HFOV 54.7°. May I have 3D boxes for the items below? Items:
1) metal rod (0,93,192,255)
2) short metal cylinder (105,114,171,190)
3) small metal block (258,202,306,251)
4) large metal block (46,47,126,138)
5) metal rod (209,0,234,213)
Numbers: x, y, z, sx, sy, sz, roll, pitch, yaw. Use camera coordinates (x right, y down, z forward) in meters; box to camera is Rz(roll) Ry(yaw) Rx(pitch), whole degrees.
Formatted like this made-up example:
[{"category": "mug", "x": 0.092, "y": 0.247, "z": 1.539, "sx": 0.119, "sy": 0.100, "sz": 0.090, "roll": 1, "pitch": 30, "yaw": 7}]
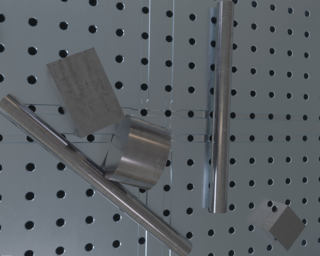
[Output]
[{"category": "metal rod", "x": -0.070, "y": 0.069, "z": 0.386, "sx": 0.300, "sy": 0.025, "sz": 0.025, "roll": 43, "pitch": 77, "yaw": -15}, {"category": "short metal cylinder", "x": -0.028, "y": 0.029, "z": 0.373, "sx": 0.050, "sy": 0.080, "sz": 0.080, "roll": 20, "pitch": 84, "yaw": -19}, {"category": "small metal block", "x": 0.191, "y": 0.153, "z": 0.484, "sx": 0.050, "sy": 0.025, "sz": 0.050, "roll": -46, "pitch": 105, "yaw": -14}, {"category": "large metal block", "x": -0.087, "y": -0.036, "z": 0.351, "sx": 0.050, "sy": 0.080, "sz": 0.080, "roll": -26, "pitch": 99, "yaw": -18}, {"category": "metal rod", "x": 0.089, "y": -0.030, "z": 0.445, "sx": 0.025, "sy": 0.025, "sz": 0.298, "roll": 2, "pitch": 89, "yaw": -20}]
